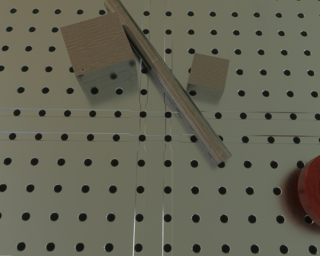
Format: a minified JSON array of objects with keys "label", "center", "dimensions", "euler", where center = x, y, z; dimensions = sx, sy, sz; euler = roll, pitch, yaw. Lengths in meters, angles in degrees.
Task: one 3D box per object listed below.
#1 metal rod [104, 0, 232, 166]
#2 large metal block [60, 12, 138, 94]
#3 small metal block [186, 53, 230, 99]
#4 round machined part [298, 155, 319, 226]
[{"label":"metal rod","center":[0.003,-0.077,0.439],"dimensions":[0.025,0.025,0.299],"euler":[-30,73,-11]},{"label":"large metal block","center":[-0.084,-0.106,0.436],"dimensions":[0.081,0.050,0.080],"euler":[-19,71,-7]},{"label":"small metal block","center":[0.068,-0.074,0.440],"dimensions":[0.050,0.025,0.050],"euler":[12,70,4]},{"label":"round machined part","center":[0.217,0.079,0.377],"dimensions":[0.099,0.042,0.098],"euler":[0,70,-1]}]
